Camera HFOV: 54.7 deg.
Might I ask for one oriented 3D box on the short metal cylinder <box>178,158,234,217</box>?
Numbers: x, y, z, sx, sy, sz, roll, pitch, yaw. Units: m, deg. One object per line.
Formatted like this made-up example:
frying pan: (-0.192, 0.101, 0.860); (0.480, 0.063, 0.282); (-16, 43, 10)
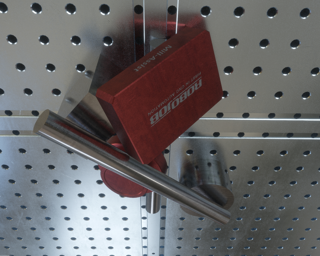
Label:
short metal cylinder: (0.069, 0.092, 0.476); (0.081, 0.050, 0.079); (0, 130, 0)

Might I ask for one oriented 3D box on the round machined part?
round machined part: (-0.043, 0.059, 0.430); (0.098, 0.042, 0.097); (11, 131, 13)

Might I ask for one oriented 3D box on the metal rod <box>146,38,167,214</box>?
metal rod: (-0.006, 0.022, 0.430); (0.025, 0.025, 0.298); (2, 130, -2)

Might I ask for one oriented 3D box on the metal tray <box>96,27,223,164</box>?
metal tray: (0.008, -0.035, 0.327); (0.131, 0.030, 0.090); (-40, 131, -22)

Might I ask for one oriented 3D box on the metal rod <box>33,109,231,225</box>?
metal rod: (-0.008, 0.062, 0.372); (0.025, 0.025, 0.301); (-36, 130, 26)

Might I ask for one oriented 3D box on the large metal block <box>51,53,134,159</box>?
large metal block: (-0.076, -0.025, 0.354); (0.050, 0.080, 0.080); (34, 122, -26)
